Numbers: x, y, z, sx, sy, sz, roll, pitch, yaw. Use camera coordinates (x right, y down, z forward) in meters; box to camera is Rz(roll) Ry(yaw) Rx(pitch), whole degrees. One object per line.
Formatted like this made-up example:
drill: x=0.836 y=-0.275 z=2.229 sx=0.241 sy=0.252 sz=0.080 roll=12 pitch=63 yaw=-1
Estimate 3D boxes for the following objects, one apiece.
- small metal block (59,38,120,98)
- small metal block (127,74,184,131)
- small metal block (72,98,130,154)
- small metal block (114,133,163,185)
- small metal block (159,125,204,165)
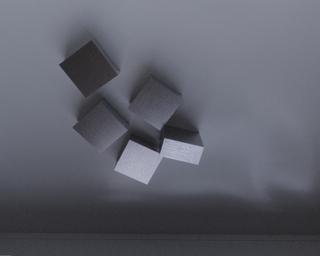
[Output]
small metal block: x=-0.086 y=-0.074 z=0.383 sx=0.050 sy=0.025 sz=0.050 roll=-33 pitch=107 yaw=11
small metal block: x=-0.006 y=-0.033 z=0.399 sx=0.050 sy=0.025 sz=0.050 roll=34 pitch=106 yaw=-12
small metal block: x=-0.077 y=-0.003 z=0.409 sx=0.050 sy=0.025 sz=0.050 roll=-40 pitch=106 yaw=13
small metal block: x=-0.029 y=0.042 z=0.426 sx=0.050 sy=0.025 sz=0.050 roll=25 pitch=108 yaw=-9
small metal block: x=0.027 y=0.021 z=0.406 sx=0.050 sy=0.050 sz=0.025 roll=13 pitch=110 yaw=-5
